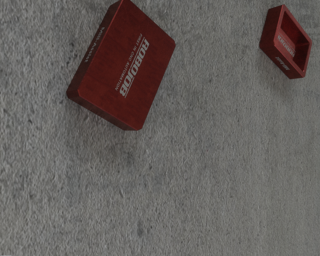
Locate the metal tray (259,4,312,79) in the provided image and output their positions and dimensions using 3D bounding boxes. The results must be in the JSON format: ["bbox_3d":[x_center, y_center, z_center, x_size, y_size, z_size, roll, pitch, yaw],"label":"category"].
[{"bbox_3d":[0.251,-0.166,0.610,0.131,0.030,0.090,29,72,-36],"label":"metal tray"}]

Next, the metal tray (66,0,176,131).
[{"bbox_3d":[-0.041,-0.072,0.367,0.090,0.030,0.130,33,69,-35],"label":"metal tray"}]
